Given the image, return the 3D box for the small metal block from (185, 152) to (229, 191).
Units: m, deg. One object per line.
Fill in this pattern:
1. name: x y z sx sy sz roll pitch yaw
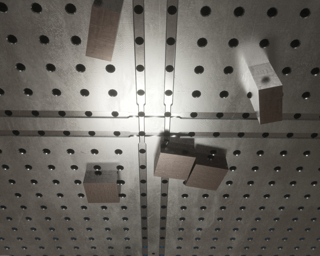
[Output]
1. small metal block: 0.069 0.066 0.469 0.050 0.025 0.050 11 129 -10

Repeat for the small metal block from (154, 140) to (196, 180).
1. small metal block: 0.020 0.048 0.453 0.050 0.025 0.050 9 130 -8

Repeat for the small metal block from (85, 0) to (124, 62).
1. small metal block: -0.054 -0.102 0.307 0.025 0.050 0.050 12 129 -10

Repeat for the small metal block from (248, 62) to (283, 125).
1. small metal block: 0.123 -0.041 0.363 0.025 0.050 0.050 -11 130 9

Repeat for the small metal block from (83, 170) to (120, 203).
1. small metal block: -0.090 0.093 0.490 0.050 0.025 0.050 -1 130 0
